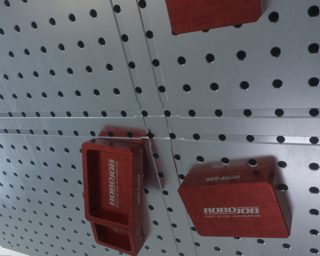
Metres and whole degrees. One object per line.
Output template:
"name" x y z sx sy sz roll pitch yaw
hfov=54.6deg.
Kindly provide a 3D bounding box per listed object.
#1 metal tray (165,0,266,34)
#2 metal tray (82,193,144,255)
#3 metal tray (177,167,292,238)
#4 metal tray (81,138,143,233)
"metal tray" 0.044 -0.161 0.286 0.090 0.030 0.129 0 118 28
"metal tray" -0.081 0.163 0.551 0.090 0.030 0.129 9 122 23
"metal tray" 0.099 0.104 0.420 0.130 0.030 0.090 -12 113 33
"metal tray" -0.072 0.086 0.474 0.090 0.030 0.129 6 104 24
